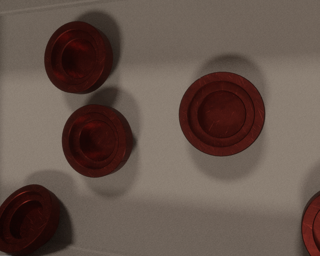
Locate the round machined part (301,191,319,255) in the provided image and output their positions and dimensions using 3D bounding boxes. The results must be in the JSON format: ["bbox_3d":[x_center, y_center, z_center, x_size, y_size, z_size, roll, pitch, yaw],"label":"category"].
[{"bbox_3d":[0.203,0.107,0.327,0.098,0.042,0.097,-1,88,24],"label":"round machined part"}]

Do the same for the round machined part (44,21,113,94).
[{"bbox_3d":[-0.110,-0.096,0.439,0.098,0.042,0.097,0,90,19],"label":"round machined part"}]

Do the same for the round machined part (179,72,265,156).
[{"bbox_3d":[0.076,-0.016,0.374,0.098,0.042,0.097,0,90,19],"label":"round machined part"}]

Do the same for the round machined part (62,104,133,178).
[{"bbox_3d":[-0.082,0.017,0.429,0.098,0.042,0.097,0,90,19],"label":"round machined part"}]

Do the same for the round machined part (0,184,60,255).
[{"bbox_3d":[-0.188,0.135,0.450,0.098,0.042,0.098,-12,52,16],"label":"round machined part"}]
